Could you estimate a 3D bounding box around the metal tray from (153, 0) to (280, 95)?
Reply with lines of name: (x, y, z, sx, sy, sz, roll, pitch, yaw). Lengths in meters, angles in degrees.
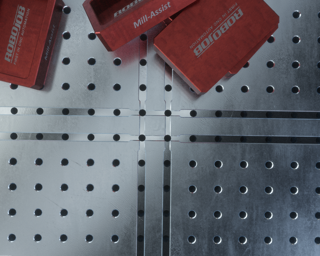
metal tray: (0.067, -0.116, 0.381, 0.130, 0.030, 0.090, -44, 91, 0)

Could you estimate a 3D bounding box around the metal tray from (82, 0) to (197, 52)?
metal tray: (-0.025, -0.158, 0.379, 0.130, 0.030, 0.090, -31, 49, 3)

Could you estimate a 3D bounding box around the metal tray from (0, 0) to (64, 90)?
metal tray: (-0.189, -0.124, 0.408, 0.091, 0.030, 0.129, 14, 90, -1)

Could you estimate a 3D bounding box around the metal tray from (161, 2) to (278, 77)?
metal tray: (0.077, -0.143, 0.411, 0.130, 0.030, 0.090, 42, 90, -1)
